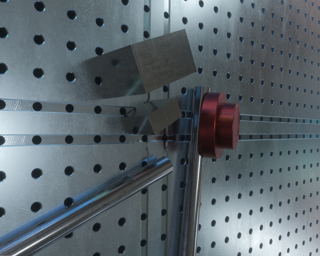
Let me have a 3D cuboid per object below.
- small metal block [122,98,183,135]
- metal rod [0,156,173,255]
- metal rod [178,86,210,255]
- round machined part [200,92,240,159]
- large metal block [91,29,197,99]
[{"bbox_3d":[-0.009,-0.015,0.387,0.050,0.050,0.025,-34,112,-35],"label":"small metal block"},{"bbox_3d":[-0.100,0.100,0.326,0.302,0.025,0.025,-25,106,-38],"label":"metal rod"},{"bbox_3d":[0.048,0.088,0.452,0.025,0.025,0.298,9,84,-40],"label":"metal rod"},{"bbox_3d":[0.091,-0.003,0.450,0.098,0.042,0.097,3,91,-68],"label":"round machined part"},{"bbox_3d":[-0.019,-0.073,0.359,0.081,0.080,0.050,-29,109,-37],"label":"large metal block"}]
